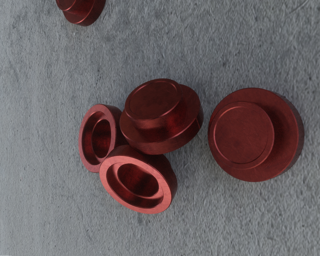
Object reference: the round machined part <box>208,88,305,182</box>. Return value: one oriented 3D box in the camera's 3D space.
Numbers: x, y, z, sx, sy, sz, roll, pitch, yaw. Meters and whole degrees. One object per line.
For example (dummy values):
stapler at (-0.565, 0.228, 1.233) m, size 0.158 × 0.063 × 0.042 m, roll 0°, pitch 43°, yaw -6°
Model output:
round machined part at (0.091, 0.007, 0.319) m, size 0.098 × 0.042 × 0.097 m, roll 0°, pitch 90°, yaw 40°

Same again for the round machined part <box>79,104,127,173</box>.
round machined part at (-0.075, 0.016, 0.450) m, size 0.098 × 0.042 × 0.097 m, roll -8°, pitch 79°, yaw 46°

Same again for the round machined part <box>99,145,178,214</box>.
round machined part at (-0.023, 0.059, 0.393) m, size 0.098 × 0.042 × 0.097 m, roll 13°, pitch 129°, yaw 17°

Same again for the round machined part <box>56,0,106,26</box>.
round machined part at (-0.134, -0.220, 0.505) m, size 0.098 × 0.042 × 0.097 m, roll 0°, pitch 90°, yaw 40°

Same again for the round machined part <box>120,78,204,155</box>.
round machined part at (-0.002, -0.020, 0.360) m, size 0.098 × 0.042 × 0.098 m, roll -12°, pitch 45°, yaw 13°
